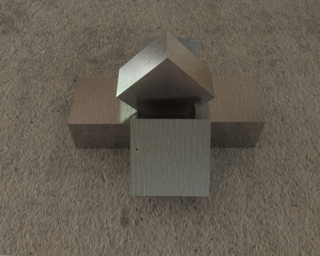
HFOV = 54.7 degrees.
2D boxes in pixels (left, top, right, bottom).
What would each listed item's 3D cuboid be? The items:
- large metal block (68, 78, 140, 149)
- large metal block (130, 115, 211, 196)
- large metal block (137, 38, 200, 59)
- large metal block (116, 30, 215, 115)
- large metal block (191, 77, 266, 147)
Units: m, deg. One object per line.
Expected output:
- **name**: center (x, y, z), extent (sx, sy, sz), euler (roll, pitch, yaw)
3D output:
- **large metal block**: center (-0.067, -0.020, 0.404), extent (0.081, 0.050, 0.080), euler (0, 50, -1)
- **large metal block**: center (0.011, 0.027, 0.338), extent (0.081, 0.079, 0.050), euler (0, 7, 1)
- **large metal block**: center (0.011, -0.095, 0.441), extent (0.081, 0.080, 0.050), euler (0, 94, 0)
- **large metal block**: center (0.006, -0.054, 0.372), extent (0.080, 0.080, 0.050), euler (-32, 41, 32)
- **large metal block**: center (0.082, -0.022, 0.404), extent (0.081, 0.050, 0.080), euler (0, 50, 0)
